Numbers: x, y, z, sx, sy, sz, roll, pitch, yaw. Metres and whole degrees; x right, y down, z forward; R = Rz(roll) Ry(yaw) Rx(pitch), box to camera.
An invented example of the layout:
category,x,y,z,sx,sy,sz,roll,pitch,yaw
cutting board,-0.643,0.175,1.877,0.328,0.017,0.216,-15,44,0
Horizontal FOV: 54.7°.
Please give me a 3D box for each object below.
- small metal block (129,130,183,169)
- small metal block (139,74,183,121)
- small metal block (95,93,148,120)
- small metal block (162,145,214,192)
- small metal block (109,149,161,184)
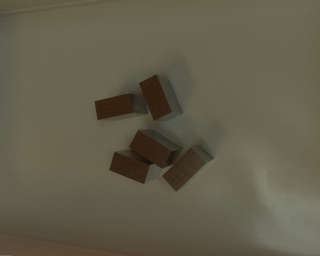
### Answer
category,x,y,z,sx,sy,sz,roll,pitch,yaw
small metal block,-0.004,0.025,0.398,0.050,0.050,0.025,31,100,17
small metal block,0.003,-0.037,0.396,0.025,0.050,0.050,-24,82,18
small metal block,-0.051,-0.027,0.414,0.050,0.050,0.025,-10,87,19
small metal block,0.036,0.049,0.384,0.050,0.050,0.025,-46,76,14
small metal block,-0.030,0.049,0.407,0.050,0.050,0.025,19,96,18
